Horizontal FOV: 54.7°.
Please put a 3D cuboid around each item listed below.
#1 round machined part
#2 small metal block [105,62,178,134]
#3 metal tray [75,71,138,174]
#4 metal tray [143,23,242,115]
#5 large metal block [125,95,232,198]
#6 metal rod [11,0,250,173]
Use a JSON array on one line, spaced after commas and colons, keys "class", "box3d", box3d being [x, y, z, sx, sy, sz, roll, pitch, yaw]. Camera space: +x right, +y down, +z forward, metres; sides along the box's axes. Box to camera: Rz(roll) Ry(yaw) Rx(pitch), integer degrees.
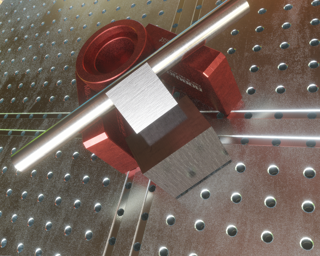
[{"class": "round machined part", "box3d": [-0.051, -0.084, 0.386, 0.098, 0.042, 0.098, -13, 56, 20]}, {"class": "small metal block", "box3d": [-0.018, -0.030, 0.314, 0.050, 0.050, 0.025, -37, 7, 3]}, {"class": "metal tray", "box3d": [-0.068, -0.015, 0.409, 0.030, 0.090, 0.130, -26, 53, 12]}, {"class": "metal tray", "box3d": [0.035, -0.075, 0.392, 0.130, 0.090, 0.030, 36, 83, 38]}, {"class": "large metal block", "box3d": [0.022, 0.024, 0.342, 0.080, 0.080, 0.050, -36, 52, 4]}, {"class": "metal rod", "box3d": [-0.035, -0.046, 0.338, 0.300, 0.025, 0.025, -35, 52, 4]}]
